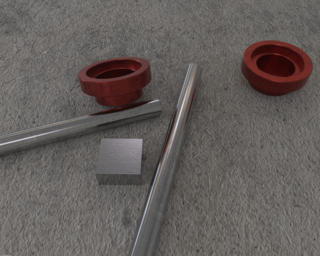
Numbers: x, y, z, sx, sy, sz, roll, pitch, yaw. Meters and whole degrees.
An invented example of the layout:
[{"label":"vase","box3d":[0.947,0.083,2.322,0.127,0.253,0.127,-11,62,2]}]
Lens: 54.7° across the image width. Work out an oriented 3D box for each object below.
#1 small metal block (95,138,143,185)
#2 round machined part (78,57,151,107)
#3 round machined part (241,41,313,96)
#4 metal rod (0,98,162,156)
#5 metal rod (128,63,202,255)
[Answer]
[{"label":"small metal block","box3d":[-0.047,0.040,0.369,0.050,0.025,0.050,1,50,0]},{"label":"round machined part","box3d":[-0.060,-0.063,0.432,0.099,0.042,0.098,-5,30,3]},{"label":"round machined part","box3d":[0.171,-0.086,0.466,0.099,0.042,0.098,0,50,0]},{"label":"metal rod","box3d":[-0.144,0.008,0.395,0.302,0.025,0.025,-15,52,-13]},{"label":"metal rod","box3d":[0.016,0.021,0.385,0.025,0.025,0.300,11,51,9]}]
